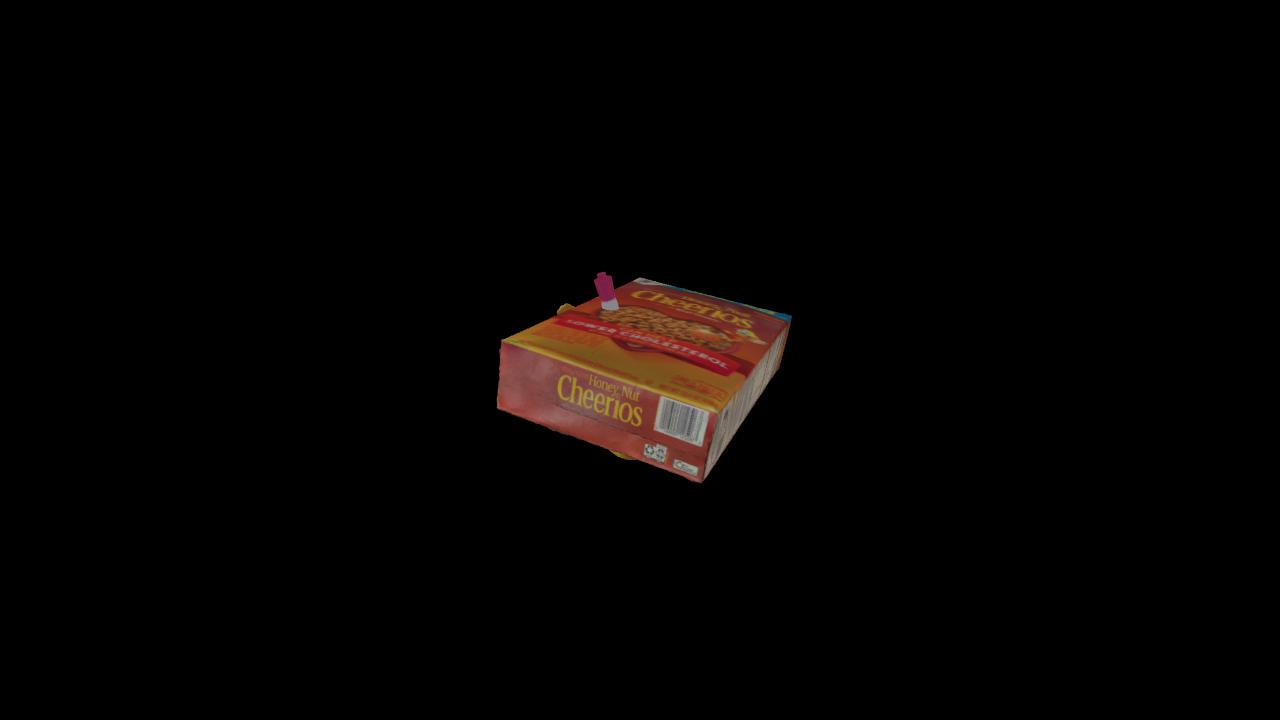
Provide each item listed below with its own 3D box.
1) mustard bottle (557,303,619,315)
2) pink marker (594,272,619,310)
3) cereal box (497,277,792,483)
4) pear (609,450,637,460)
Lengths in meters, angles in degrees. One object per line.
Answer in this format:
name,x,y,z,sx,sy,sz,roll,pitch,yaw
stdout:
mustard bottle,-0.038,0.003,0.764,0.054,0.184,0.092,-40,7,8
pink marker,-0.025,-0.034,0.643,0.020,0.121,0.020,-12,24,6
cereal box,0.025,-0.005,0.635,0.203,0.081,0.306,18,24,19
pear,-0.014,0.063,0.748,0.080,0.111,0.080,-10,-35,-7
